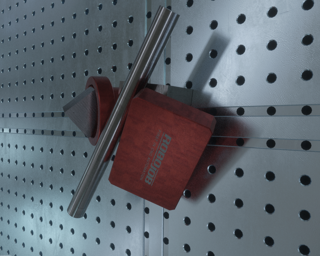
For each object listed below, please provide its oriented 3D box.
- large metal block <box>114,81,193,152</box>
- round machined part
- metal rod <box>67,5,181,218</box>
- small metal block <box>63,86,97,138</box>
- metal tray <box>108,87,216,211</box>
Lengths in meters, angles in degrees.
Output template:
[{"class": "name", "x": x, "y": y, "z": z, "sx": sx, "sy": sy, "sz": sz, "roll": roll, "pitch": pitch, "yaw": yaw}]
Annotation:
[{"class": "large metal block", "x": -0.010, "y": -0.016, "z": 0.399, "sx": 0.080, "sy": 0.050, "sz": 0.079, "roll": 12, "pitch": 97, "yaw": 39}, {"class": "round machined part", "x": -0.077, "y": -0.024, "z": 0.442, "sx": 0.098, "sy": 0.042, "sz": 0.097, "roll": 177, "pitch": 90, "yaw": -65}, {"class": "metal rod", "x": -0.054, "y": -0.004, "z": 0.387, "sx": 0.025, "sy": 0.025, "sz": 0.298, "roll": 42, "pitch": 115, "yaw": 32}, {"class": "small metal block", "x": -0.099, "y": -0.023, "z": 0.436, "sx": 0.050, "sy": 0.050, "sz": 0.025, "roll": -39, "pitch": 30, "yaw": -5}, {"class": "metal tray", "x": -0.001, "y": 0.028, "z": 0.362, "sx": 0.090, "sy": 0.030, "sz": 0.129, "roll": 24, "pitch": 123, "yaw": 5}]
